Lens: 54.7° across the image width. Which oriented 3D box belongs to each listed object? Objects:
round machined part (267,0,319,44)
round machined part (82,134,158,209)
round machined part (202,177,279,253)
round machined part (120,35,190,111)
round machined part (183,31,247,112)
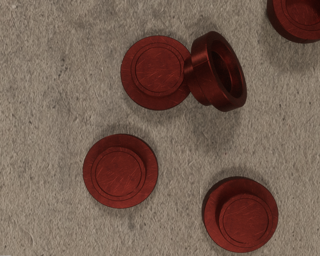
[{"bbox_3d":[0.188,-0.158,0.404,0.099,0.042,0.097,0,90,-1],"label":"round machined part"},{"bbox_3d":[-0.051,0.056,0.401,0.099,0.042,0.097,0,90,-1],"label":"round machined part"},{"bbox_3d":[0.106,0.115,0.403,0.099,0.042,0.097,0,90,-1],"label":"round machined part"},{"bbox_3d":[-0.002,-0.072,0.401,0.099,0.042,0.097,0,90,-1],"label":"round machined part"},{"bbox_3d":[0.066,-0.066,0.384,0.042,0.099,0.098,-20,90,35],"label":"round machined part"}]
